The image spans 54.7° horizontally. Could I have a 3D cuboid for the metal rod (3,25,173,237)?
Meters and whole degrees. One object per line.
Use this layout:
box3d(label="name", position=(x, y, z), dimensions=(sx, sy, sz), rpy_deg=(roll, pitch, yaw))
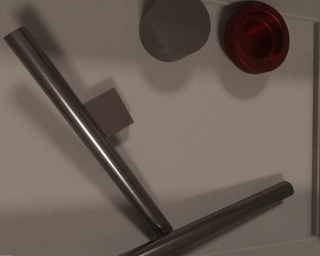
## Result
box3d(label="metal rod", position=(-0.069, 0.023, 0.360), dimensions=(0.025, 0.025, 0.299), rpy_deg=(-39, 112, -16))

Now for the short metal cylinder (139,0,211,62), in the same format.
box3d(label="short metal cylinder", position=(0.018, -0.131, 0.405), dimensions=(0.081, 0.050, 0.079), rpy_deg=(0, 90, -21))

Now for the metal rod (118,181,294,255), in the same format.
box3d(label="metal rod", position=(0.070, 0.130, 0.420), dimensions=(0.303, 0.025, 0.025), rpy_deg=(-15, 96, -26))

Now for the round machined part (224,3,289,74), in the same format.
box3d(label="round machined part", position=(0.136, -0.127, 0.453), dimensions=(0.099, 0.042, 0.097), rpy_deg=(0, 90, -21))

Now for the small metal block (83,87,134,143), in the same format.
box3d(label="small metal block", position=(-0.069, -0.016, 0.386), dimensions=(0.050, 0.025, 0.050), rpy_deg=(-32, 101, -17))
